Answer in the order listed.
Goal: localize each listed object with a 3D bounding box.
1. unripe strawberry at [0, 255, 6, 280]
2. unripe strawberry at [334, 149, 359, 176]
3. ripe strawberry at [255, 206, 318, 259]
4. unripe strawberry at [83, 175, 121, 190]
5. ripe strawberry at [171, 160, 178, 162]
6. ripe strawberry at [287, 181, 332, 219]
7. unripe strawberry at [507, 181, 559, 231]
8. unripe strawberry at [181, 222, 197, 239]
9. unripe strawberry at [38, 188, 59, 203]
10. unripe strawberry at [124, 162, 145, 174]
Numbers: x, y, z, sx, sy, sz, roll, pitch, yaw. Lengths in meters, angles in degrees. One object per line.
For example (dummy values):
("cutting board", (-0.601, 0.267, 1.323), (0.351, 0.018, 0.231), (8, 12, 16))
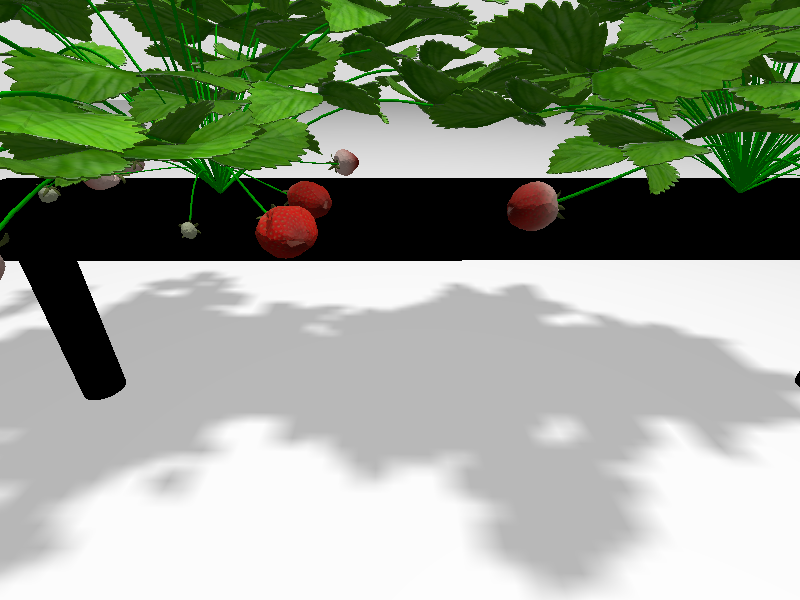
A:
("unripe strawberry", (-0.191, -0.016, 0.171), (0.026, 0.030, 0.029), (5, 36, 9))
("unripe strawberry", (-0.054, -0.143, 0.415), (0.027, 0.026, 0.025), (-21, 34, -34))
("ripe strawberry", (-0.057, -0.034, 0.206), (0.031, 0.028, 0.028), (-17, 33, -29))
("unripe strawberry", (-0.263, -0.112, 0.350), (0.033, 0.029, 0.033), (2, 28, 6))
("ripe strawberry", (-0.279, -0.183, 0.491), (0.025, 0.026, 0.027), (-19, 33, -31))
("ripe strawberry", (-0.059, -0.066, 0.269), (0.030, 0.025, 0.030), (22, 35, 34))
("unripe strawberry", (0.082, -0.058, 0.252), (0.032, 0.031, 0.030), (-13, 31, -22))
("unripe strawberry", (-0.127, -0.042, 0.241), (0.009, 0.010, 0.010), (-6, 29, -12))
("unripe strawberry", (-0.277, -0.083, 0.315), (0.013, 0.013, 0.012), (27, 17, -27))
("unripe strawberry", (-0.281, -0.143, 0.416), (0.026, 0.022, 0.026), (4, 25, 36))
